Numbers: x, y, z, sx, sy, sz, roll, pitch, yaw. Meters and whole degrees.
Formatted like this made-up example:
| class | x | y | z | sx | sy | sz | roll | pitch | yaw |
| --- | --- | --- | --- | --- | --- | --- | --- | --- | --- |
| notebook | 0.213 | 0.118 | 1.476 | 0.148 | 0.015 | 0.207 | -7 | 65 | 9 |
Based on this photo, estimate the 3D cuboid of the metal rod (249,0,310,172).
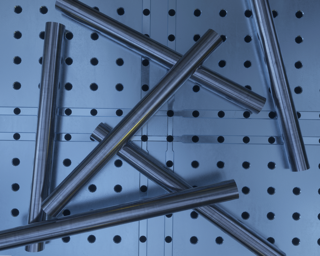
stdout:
| class | x | y | z | sx | sy | sz | roll | pitch | yaw |
| --- | --- | --- | --- | --- | --- | --- | --- | --- | --- |
| metal rod | 0.152 | -0.090 | 0.414 | 0.025 | 0.025 | 0.299 | -14 | 90 | 0 |

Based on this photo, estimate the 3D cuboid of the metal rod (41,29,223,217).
| class | x | y | z | sx | sy | sz | roll | pitch | yaw |
| --- | --- | --- | --- | --- | --- | --- | --- | --- | --- |
| metal rod | -0.034 | -0.006 | 0.387 | 0.025 | 0.025 | 0.300 | 44 | 90 | 0 |

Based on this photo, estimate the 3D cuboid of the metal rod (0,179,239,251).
| class | x | y | z | sx | sy | sz | roll | pitch | yaw |
| --- | --- | --- | --- | --- | --- | --- | --- | --- | --- |
| metal rod | -0.052 | 0.108 | 0.387 | 0.301 | 0.025 | 0.025 | -12 | 90 | 0 |

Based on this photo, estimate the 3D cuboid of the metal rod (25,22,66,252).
| class | x | y | z | sx | sy | sz | roll | pitch | yaw |
| --- | --- | --- | --- | --- | --- | --- | --- | --- | --- |
| metal rod | -0.152 | 0.012 | 0.412 | 0.025 | 0.025 | 0.298 | 5 | 90 | 0 |

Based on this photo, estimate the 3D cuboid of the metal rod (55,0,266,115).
| class | x | y | z | sx | sy | sz | roll | pitch | yaw |
| --- | --- | --- | --- | --- | --- | --- | --- | --- | --- |
| metal rod | 0.001 | -0.098 | 0.413 | 0.301 | 0.025 | 0.025 | 27 | 90 | 0 |

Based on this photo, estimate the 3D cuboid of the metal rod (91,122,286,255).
| class | x | y | z | sx | sy | sz | roll | pitch | yaw |
| --- | --- | --- | --- | --- | --- | --- | --- | --- | --- |
| metal rod | 0.038 | 0.090 | 0.413 | 0.301 | 0.025 | 0.025 | 36 | 90 | 0 |
